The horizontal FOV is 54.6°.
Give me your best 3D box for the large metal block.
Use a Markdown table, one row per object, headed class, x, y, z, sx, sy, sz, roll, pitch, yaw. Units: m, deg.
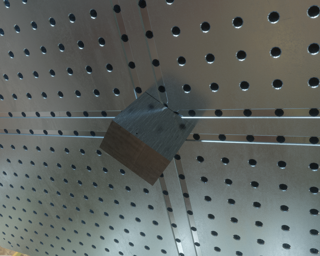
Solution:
| class | x | y | z | sx | sy | sz | roll | pitch | yaw |
| --- | --- | --- | --- | --- | --- | --- | --- | --- | --- |
| large metal block | -0.014 | 0.011 | 0.390 | 0.080 | 0.080 | 0.050 | 35 | 129 | 4 |
